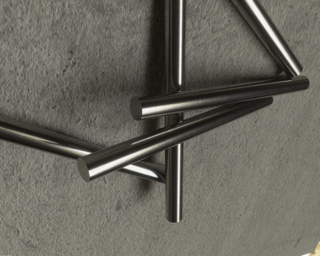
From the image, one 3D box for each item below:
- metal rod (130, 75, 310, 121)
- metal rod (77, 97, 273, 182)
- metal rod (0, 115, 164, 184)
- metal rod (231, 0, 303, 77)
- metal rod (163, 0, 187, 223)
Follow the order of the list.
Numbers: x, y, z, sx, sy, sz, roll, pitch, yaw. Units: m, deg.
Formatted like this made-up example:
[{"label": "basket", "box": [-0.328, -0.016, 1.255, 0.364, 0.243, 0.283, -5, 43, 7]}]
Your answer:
[{"label": "metal rod", "box": [0.099, -0.045, 0.402, 0.303, 0.025, 0.025, -11, 124, -34]}, {"label": "metal rod", "box": [0.043, -0.002, 0.380, 0.302, 0.025, 0.025, -20, 128, -35]}, {"label": "metal rod", "box": [-0.100, 0.026, 0.368, 0.302, 0.025, 0.025, 22, 106, -36]}, {"label": "metal rod", "box": [0.102, -0.151, 0.368, 0.301, 0.025, 0.025, 33, 100, -39]}, {"label": "metal rod", "box": [0.018, -0.004, 0.394, 0.025, 0.025, 0.298, -12, 117, -22]}]
